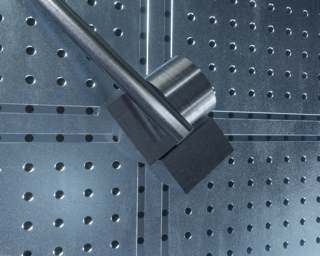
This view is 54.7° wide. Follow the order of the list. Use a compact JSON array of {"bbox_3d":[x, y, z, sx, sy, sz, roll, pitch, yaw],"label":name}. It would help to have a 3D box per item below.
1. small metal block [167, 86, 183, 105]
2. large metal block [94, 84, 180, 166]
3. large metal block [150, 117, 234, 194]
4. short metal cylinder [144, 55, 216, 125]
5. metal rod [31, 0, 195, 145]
[{"bbox_3d":[0.015,-0.049,0.420,0.050,0.025,0.050,-43,104,-15],"label":"small metal block"},{"bbox_3d":[-0.029,-0.005,0.374,0.050,0.080,0.080,-40,103,-16],"label":"large metal block"},{"bbox_3d":[0.032,0.031,0.394,0.080,0.080,0.050,-39,103,-16],"label":"large metal block"},{"bbox_3d":[0.019,-0.037,0.364,0.050,0.080,0.080,-39,103,-16],"label":"short metal cylinder"},{"bbox_3d":[-0.080,-0.096,0.328,0.300,0.025,0.025,45,75,7],"label":"metal rod"}]
